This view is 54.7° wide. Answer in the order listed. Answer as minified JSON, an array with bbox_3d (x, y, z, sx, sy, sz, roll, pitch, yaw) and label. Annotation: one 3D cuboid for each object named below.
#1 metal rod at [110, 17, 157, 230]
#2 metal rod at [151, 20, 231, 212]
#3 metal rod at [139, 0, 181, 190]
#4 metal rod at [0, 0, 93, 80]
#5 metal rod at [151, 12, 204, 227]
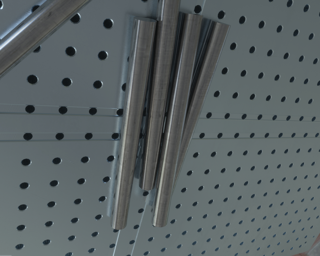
[{"bbox_3d":[-0.039,0.014,0.399,0.025,0.025,0.298,-5,121,-27],"label":"metal rod"},{"bbox_3d":[0.036,0.004,0.434,0.025,0.025,0.298,2,118,-30],"label":"metal rod"},{"bbox_3d":[-0.002,-0.047,0.382,0.025,0.025,0.298,-7,122,-25],"label":"metal rod"},{"bbox_3d":[-0.095,-0.111,0.291,0.300,0.025,0.025,-41,130,-1],"label":"metal rod"},{"bbox_3d":[0.018,0.006,0.410,0.025,0.025,0.298,-4,116,-27],"label":"metal rod"}]
